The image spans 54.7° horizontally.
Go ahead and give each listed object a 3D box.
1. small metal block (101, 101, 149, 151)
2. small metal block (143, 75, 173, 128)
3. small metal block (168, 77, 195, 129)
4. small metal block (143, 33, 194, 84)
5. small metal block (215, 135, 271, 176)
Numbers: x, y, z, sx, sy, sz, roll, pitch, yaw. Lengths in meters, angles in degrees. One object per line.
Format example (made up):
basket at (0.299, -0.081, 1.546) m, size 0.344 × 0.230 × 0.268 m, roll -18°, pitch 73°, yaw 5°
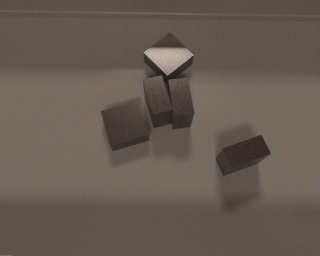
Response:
small metal block at (-0.046, -0.003, 0.410) m, size 0.050 × 0.025 × 0.050 m, roll -16°, pitch 71°, yaw -6°
small metal block at (-0.003, -0.034, 0.409) m, size 0.025 × 0.050 × 0.050 m, roll -14°, pitch 71°, yaw -5°
small metal block at (0.026, -0.031, 0.408) m, size 0.025 × 0.050 × 0.050 m, roll -7°, pitch 70°, yaw -3°
small metal block at (0.012, -0.100, 0.446) m, size 0.050 × 0.025 × 0.050 m, roll -40°, pitch 75°, yaw -14°
small metal block at (0.101, 0.035, 0.385) m, size 0.050 × 0.050 × 0.025 m, roll -19°, pitch 72°, yaw -7°
